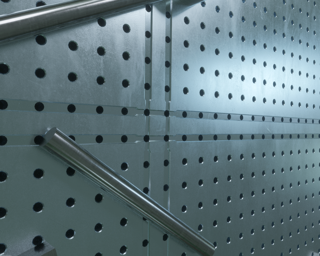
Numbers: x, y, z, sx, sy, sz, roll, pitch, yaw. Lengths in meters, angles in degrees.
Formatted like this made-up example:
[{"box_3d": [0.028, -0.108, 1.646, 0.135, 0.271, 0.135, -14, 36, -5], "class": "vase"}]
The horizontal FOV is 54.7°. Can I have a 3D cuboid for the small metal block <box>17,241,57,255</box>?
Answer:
[{"box_3d": [-0.125, 0.149, 0.304, 0.050, 0.025, 0.050, -20, 103, -38], "class": "small metal block"}]

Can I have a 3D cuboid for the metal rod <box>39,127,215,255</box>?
[{"box_3d": [-0.021, 0.097, 0.391, 0.300, 0.025, 0.025, 44, 64, -31], "class": "metal rod"}]

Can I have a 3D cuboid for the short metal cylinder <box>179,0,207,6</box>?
[{"box_3d": [0.055, -0.221, 0.438, 0.081, 0.050, 0.080, 0, 90, -40], "class": "short metal cylinder"}]

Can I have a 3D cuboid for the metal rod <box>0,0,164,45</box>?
[{"box_3d": [-0.093, -0.124, 0.330, 0.302, 0.025, 0.025, -32, 110, -35], "class": "metal rod"}]
